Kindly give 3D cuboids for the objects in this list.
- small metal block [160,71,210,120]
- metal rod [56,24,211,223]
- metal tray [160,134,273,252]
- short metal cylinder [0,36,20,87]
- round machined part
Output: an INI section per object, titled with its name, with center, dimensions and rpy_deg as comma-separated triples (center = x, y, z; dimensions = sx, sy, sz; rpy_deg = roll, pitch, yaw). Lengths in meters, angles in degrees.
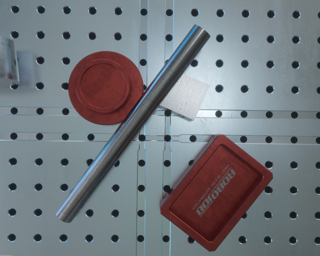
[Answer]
[small metal block]
center = 0.032, -0.043, 0.414
dimensions = 0.050, 0.025, 0.050
rpy_deg = 24, 90, -1
[metal rod]
center = -0.038, -0.001, 0.397
dimensions = 0.025, 0.025, 0.299
rpy_deg = 37, 96, -1
[metal tray]
center = 0.073, 0.084, 0.411
dimensions = 0.090, 0.030, 0.130
rpy_deg = 39, 90, -1
[short metal cylinder]
center = -0.220, -0.079, 0.383
dimensions = 0.081, 0.080, 0.050
rpy_deg = -6, 90, -1
[round machined part]
center = -0.071, -0.052, 0.404
dimensions = 0.099, 0.042, 0.097
rpy_deg = 0, 90, -1
